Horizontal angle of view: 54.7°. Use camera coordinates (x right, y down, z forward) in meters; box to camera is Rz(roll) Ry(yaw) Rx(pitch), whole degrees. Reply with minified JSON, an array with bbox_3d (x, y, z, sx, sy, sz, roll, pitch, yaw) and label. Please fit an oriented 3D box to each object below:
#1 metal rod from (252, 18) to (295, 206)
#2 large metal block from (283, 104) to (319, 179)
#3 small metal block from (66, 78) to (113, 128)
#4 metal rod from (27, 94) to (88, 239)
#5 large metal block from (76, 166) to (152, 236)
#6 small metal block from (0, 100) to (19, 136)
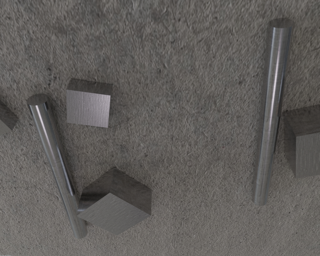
[{"bbox_3d":[0.144,0.005,0.413,0.025,0.025,0.298,-6,130,5],"label":"metal rod"},{"bbox_3d":[0.212,0.015,0.406,0.080,0.050,0.080,-12,129,10],"label":"large metal block"},{"bbox_3d":[-0.086,-0.030,0.381,0.050,0.025,0.050,7,130,-7],"label":"small metal block"},{"bbox_3d":[-0.147,0.079,0.472,0.025,0.025,0.298,-1,130,0],"label":"metal rod"},{"bbox_3d":[-0.070,0.117,0.490,0.080,0.050,0.080,-37,121,27],"label":"large metal block"},{"bbox_3d":[-0.221,-0.013,0.394,0.050,0.025,0.050,-20,128,16],"label":"small metal block"}]
